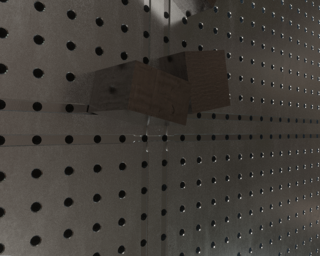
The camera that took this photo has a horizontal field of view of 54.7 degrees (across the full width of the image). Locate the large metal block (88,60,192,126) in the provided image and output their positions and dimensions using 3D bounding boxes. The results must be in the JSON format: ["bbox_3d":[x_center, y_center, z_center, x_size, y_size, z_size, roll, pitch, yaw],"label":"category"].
[{"bbox_3d":[-0.023,-0.035,0.355,0.081,0.080,0.050,14,81,-40],"label":"large metal block"}]

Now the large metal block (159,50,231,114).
[{"bbox_3d":[0.050,-0.065,0.437,0.081,0.050,0.079,-14,99,-39],"label":"large metal block"}]

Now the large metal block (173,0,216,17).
[{"bbox_3d":[0.047,-0.219,0.434,0.080,0.050,0.080,40,66,-33],"label":"large metal block"}]
